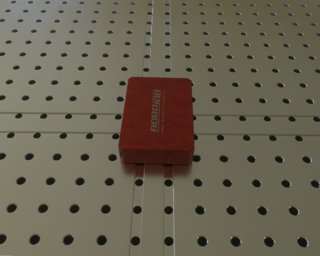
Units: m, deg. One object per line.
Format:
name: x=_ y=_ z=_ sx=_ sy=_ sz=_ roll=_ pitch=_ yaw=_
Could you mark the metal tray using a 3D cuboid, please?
metal tray: x=-0.002 y=-0.014 z=0.415 sx=0.091 sy=0.030 sz=0.130 roll=2 pitch=50 yaw=1
